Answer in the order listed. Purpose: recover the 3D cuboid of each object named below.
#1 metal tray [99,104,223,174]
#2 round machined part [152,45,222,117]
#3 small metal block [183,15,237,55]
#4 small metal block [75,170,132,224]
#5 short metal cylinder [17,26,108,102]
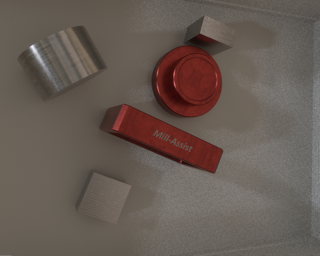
[{"bbox_3d":[-0.001,0.014,0.376,0.131,0.090,0.030,25,82,-19],"label":"metal tray"},{"bbox_3d":[0.042,-0.063,0.418,0.099,0.042,0.097,0,90,-21],"label":"round machined part"},{"bbox_3d":[0.068,-0.125,0.423,0.050,0.050,0.025,16,85,-20],"label":"small metal block"},{"bbox_3d":[-0.071,0.085,0.385,0.050,0.025,0.050,24,82,-19],"label":"small metal block"},{"bbox_3d":[-0.106,-0.070,0.343,0.080,0.080,0.050,-32,101,-17],"label":"short metal cylinder"}]
